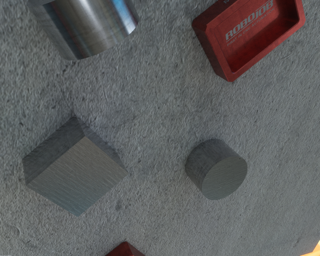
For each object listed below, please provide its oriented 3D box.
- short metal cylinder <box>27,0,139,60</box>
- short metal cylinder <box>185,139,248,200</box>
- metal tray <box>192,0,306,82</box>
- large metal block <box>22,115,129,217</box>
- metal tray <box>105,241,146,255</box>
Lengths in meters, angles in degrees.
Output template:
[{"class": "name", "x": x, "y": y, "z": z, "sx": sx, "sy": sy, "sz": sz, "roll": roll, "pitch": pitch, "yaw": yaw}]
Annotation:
[{"class": "short metal cylinder", "x": -0.065, "y": -0.104, "z": 0.271, "sx": 0.080, "sy": 0.080, "sz": 0.050, "roll": -33, "pitch": 129, "yaw": -7}, {"class": "short metal cylinder", "x": 0.086, "y": 0.063, "z": 0.477, "sx": 0.081, "sy": 0.050, "sz": 0.079, "roll": -14, "pitch": 124, "yaw": -21}, {"class": "metal tray", "x": 0.113, "y": -0.131, "z": 0.384, "sx": 0.130, "sy": 0.030, "sz": 0.090, "roll": -39, "pitch": 130, "yaw": -2}, {"class": "large metal block", "x": -0.098, "y": 0.046, "z": 0.365, "sx": 0.080, "sy": 0.050, "sz": 0.080, "roll": -41, "pitch": 130, "yaw": -1}, {"class": "metal tray", "x": -0.082, "y": 0.257, "z": 0.517, "sx": 0.130, "sy": 0.030, "sz": 0.090, "roll": -37, "pitch": 129, "yaw": -3}]
